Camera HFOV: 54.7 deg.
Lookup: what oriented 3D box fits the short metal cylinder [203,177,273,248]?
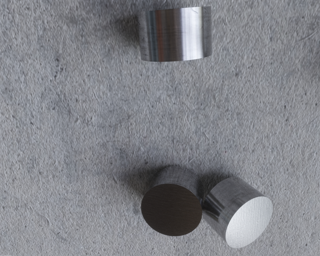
[{"bbox_3d":[0.105,0.114,0.422,0.081,0.050,0.079,-13,118,-26],"label":"short metal cylinder"}]

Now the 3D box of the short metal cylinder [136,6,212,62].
[{"bbox_3d":[0.016,-0.105,0.342,0.080,0.080,0.050,-4,110,1],"label":"short metal cylinder"}]

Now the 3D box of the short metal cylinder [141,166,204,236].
[{"bbox_3d":[0.019,0.099,0.426,0.080,0.050,0.079,3,109,10],"label":"short metal cylinder"}]
